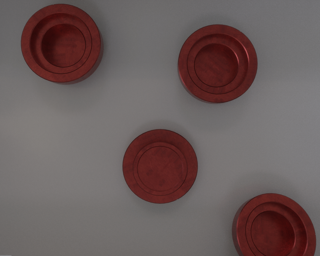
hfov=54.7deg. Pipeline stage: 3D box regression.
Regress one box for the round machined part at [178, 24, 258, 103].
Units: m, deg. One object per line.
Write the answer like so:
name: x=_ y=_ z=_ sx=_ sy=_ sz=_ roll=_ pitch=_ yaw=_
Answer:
round machined part: x=0.072 y=-0.080 z=0.403 sx=0.099 sy=0.042 sz=0.097 roll=0 pitch=90 yaw=0

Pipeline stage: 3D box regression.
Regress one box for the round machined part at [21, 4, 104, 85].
round machined part: x=-0.122 y=-0.105 z=0.402 sx=0.099 sy=0.042 sz=0.097 roll=0 pitch=90 yaw=0

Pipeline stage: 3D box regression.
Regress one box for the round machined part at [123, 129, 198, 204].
round machined part: x=0.000 y=0.050 z=0.403 sx=0.099 sy=0.042 sz=0.097 roll=0 pitch=90 yaw=0

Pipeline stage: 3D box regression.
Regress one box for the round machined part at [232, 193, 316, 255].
round machined part: x=0.140 y=0.135 z=0.393 sx=0.099 sy=0.042 sz=0.098 roll=2 pitch=69 yaw=-4
